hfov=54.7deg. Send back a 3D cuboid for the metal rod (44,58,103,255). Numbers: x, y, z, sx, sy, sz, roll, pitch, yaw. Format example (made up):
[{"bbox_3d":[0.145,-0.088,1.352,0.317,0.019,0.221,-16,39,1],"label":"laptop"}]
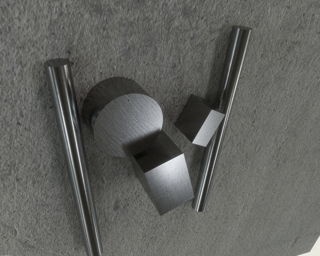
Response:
[{"bbox_3d":[-0.101,0.060,0.389,0.025,0.025,0.298,-15,125,-21],"label":"metal rod"}]

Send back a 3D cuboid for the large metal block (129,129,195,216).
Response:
[{"bbox_3d":[-0.003,0.051,0.403,0.050,0.080,0.080,-26,128,-13],"label":"large metal block"}]

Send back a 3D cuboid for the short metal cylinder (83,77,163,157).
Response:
[{"bbox_3d":[-0.044,-0.013,0.360,0.081,0.050,0.079,-14,125,-21],"label":"short metal cylinder"}]

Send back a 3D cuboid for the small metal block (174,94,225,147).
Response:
[{"bbox_3d":[0.052,-0.011,0.414,0.025,0.050,0.050,17,109,-35],"label":"small metal block"}]

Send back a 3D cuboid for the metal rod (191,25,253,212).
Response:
[{"bbox_3d":[0.085,0.004,0.457,0.025,0.025,0.298,-7,122,-26],"label":"metal rod"}]
